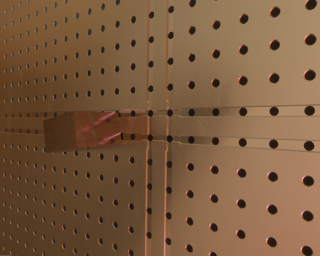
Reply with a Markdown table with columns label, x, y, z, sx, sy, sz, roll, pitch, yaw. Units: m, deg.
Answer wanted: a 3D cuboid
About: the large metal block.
| label | x | y | z | sx | sy | sz | roll | pitch | yaw |
| --- | --- | --- | --- | --- | --- | --- | --- | --- | --- |
| large metal block | -0.118 | 0.007 | 0.472 | 0.080 | 0.081 | 0.050 | -11 | 83 | 39 |
